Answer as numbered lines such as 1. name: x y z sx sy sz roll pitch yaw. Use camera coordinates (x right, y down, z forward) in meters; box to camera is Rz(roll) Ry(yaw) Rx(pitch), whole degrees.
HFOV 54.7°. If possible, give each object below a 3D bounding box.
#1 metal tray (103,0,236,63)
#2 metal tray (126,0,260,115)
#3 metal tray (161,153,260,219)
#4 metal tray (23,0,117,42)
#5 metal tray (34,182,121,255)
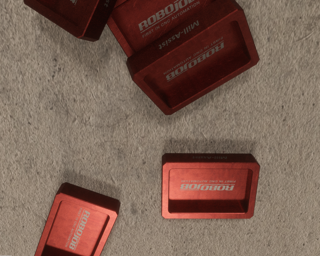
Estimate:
1. metal tray: 0.010 -0.132 0.358 0.130 0.030 0.090 -29 108 10
2. metal tray: 0.040 -0.076 0.353 0.130 0.030 0.090 -31 143 12
3. metal tray: 0.068 0.082 0.438 0.131 0.030 0.089 0 110 -1
4. metal tray: -0.081 -0.170 0.324 0.090 0.030 0.129 35 108 14
5. metal tray: -0.124 0.153 0.461 0.090 0.030 0.129 21 109 -8
